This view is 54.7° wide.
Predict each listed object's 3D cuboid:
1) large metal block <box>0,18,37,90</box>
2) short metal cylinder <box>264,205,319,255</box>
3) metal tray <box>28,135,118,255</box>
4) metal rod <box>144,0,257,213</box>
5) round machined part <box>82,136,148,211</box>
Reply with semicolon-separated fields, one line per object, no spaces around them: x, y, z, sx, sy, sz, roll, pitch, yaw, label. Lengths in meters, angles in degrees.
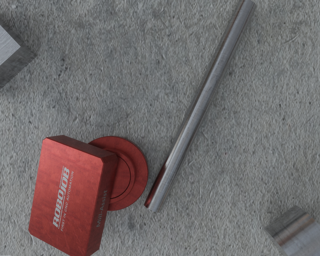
-0.224;-0.099;0.394;0.080;0.050;0.080;-43;91;0;large metal block
0.176;0.144;0.385;0.050;0.080;0.080;-37;90;0;short metal cylinder
-0.108;0.083;0.379;0.090;0.030;0.129;17;101;22;metal tray
0.053;-0.029;0.410;0.025;0.025;0.299;25;90;-1;metal rod
-0.064;0.059;0.401;0.099;0.042;0.097;0;90;-1;round machined part
